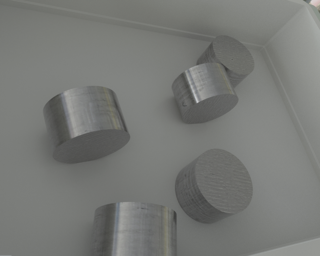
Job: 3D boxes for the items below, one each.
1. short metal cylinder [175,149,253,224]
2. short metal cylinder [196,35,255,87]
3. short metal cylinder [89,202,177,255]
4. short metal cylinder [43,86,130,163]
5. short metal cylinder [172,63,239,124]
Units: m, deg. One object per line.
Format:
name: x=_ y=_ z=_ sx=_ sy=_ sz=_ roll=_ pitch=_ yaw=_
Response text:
short metal cylinder: x=0.066 y=0.072 z=0.383 sx=0.081 sy=0.050 sz=0.080 roll=14 pitch=56 yaw=-21
short metal cylinder: x=0.108 y=-0.106 z=0.515 sx=0.081 sy=0.050 sz=0.080 roll=14 pitch=56 yaw=-21
short metal cylinder: x=-0.024 y=0.107 z=0.293 sx=0.081 sy=0.080 sz=0.050 roll=14 pitch=56 yaw=-21
short metal cylinder: x=-0.078 y=-0.002 z=0.330 sx=0.081 sy=0.080 sz=0.050 roll=-7 pitch=66 yaw=-32
short metal cylinder: x=0.062 y=-0.047 z=0.434 sx=0.081 sy=0.080 sz=0.050 roll=-4 pitch=64 yaw=-30
